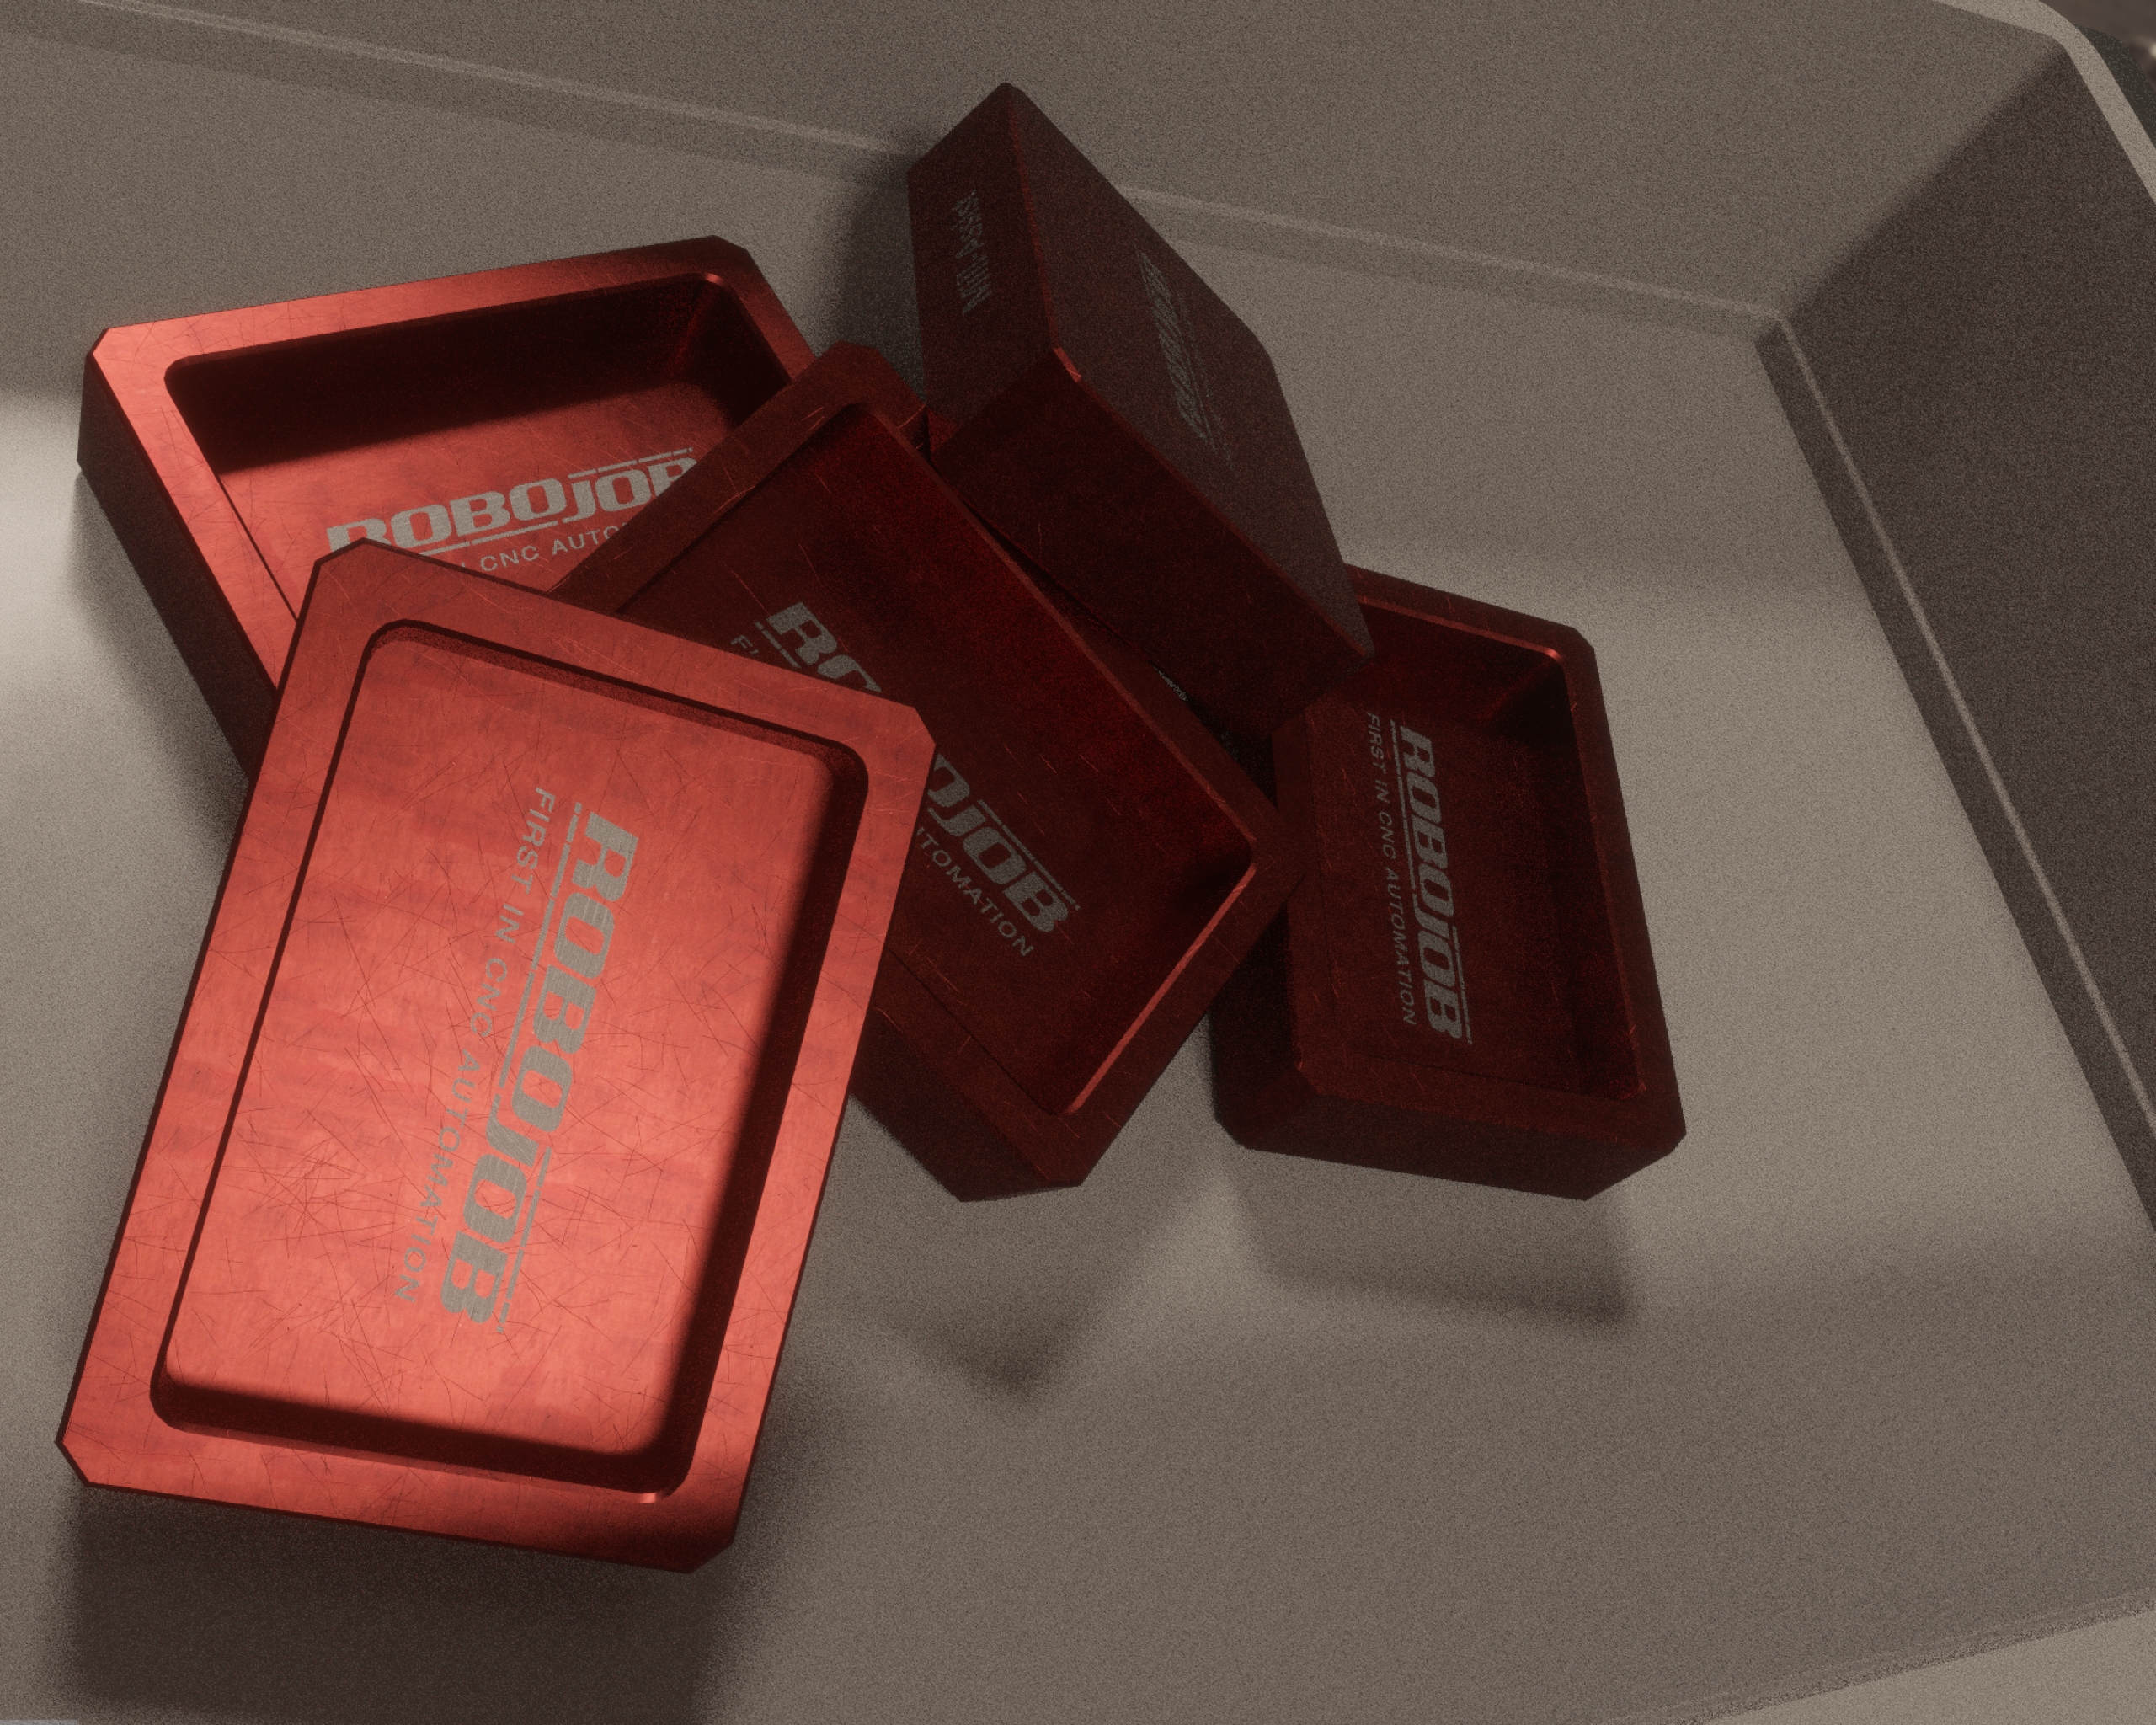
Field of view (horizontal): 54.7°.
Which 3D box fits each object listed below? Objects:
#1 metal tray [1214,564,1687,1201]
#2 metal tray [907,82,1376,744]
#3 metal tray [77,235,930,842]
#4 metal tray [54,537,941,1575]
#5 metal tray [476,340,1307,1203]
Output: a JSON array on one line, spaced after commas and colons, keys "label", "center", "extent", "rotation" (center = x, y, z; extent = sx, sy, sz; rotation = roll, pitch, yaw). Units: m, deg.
[{"label": "metal tray", "center": [0.073, 0.001, 0.441], "extent": [0.091, 0.030, 0.130], "rotation": [12, 57, -22]}, {"label": "metal tray", "center": [0.010, -0.093, 0.420], "extent": [0.090, 0.030, 0.130], "rotation": [38, 27, -32]}, {"label": "metal tray", "center": [-0.101, -0.065, 0.386], "extent": [0.131, 0.030, 0.090], "rotation": [-23, 74, -36]}, {"label": "metal tray", "center": [-0.081, 0.029, 0.303], "extent": [0.091, 0.030, 0.129], "rotation": [16, 84, -19]}, {"label": "metal tray", "center": [-0.028, -0.015, 0.368], "extent": [0.130, 0.030, 0.090], "rotation": [48, 56, -14]}]
